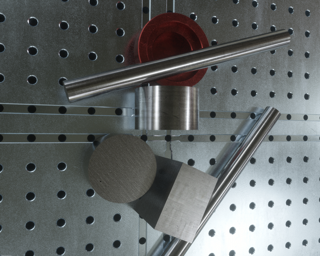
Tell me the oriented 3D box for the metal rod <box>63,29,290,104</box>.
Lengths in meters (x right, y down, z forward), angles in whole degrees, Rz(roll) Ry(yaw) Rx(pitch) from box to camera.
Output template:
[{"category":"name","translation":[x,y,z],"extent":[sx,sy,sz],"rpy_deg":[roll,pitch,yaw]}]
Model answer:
[{"category":"metal rod","translation":[0.036,-0.081,0.380],"extent":[0.302,0.025,0.025],"rpy_deg":[-18,96,-19]}]

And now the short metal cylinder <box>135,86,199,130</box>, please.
[{"category":"short metal cylinder","translation":[0.009,-0.023,0.386],"extent":[0.081,0.080,0.050],"rpy_deg":[0,91,-20]}]

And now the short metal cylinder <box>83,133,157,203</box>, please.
[{"category":"short metal cylinder","translation":[-0.050,0.047,0.381],"extent":[0.081,0.050,0.080],"rpy_deg":[0,90,-20]}]

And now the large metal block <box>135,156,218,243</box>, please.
[{"category":"large metal block","translation":[0.018,0.085,0.390],"extent":[0.050,0.080,0.080],"rpy_deg":[27,81,-18]}]

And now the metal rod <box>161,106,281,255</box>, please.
[{"category":"metal rod","translation":[0.083,0.089,0.443],"extent":[0.025,0.025,0.300],"rpy_deg":[42,77,-15]}]

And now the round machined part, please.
[{"category":"round machined part","translation":[0.013,-0.096,0.408],"extent":[0.099,0.042,0.097],"rpy_deg":[0,90,-20]}]
